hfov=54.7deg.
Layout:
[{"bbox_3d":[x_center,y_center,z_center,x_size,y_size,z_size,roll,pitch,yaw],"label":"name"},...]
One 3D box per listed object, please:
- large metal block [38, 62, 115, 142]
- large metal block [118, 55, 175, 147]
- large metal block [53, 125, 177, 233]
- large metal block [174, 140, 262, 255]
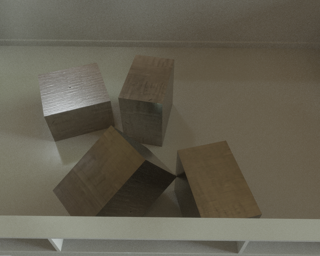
[{"bbox_3d":[-0.113,-0.037,0.419,0.081,0.050,0.080,-15,52,-12],"label":"large metal block"},{"bbox_3d":[-0.014,-0.035,0.398,0.050,0.080,0.080,9,51,7],"label":"large metal block"},{"bbox_3d":[-0.040,0.054,0.305,0.080,0.080,0.050,-48,61,0],"label":"large metal block"},{"bbox_3d":[0.051,0.072,0.309,0.050,0.080,0.080,-11,51,-9],"label":"large metal block"}]
